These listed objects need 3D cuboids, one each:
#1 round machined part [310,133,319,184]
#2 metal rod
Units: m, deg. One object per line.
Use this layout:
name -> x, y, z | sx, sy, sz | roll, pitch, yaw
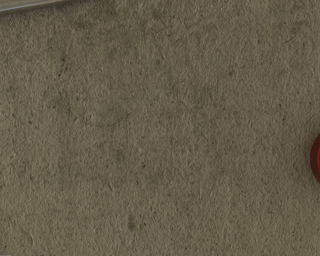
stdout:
round machined part -> 0.244, 0.040, 0.405 | 0.099, 0.042, 0.097 | 0, 90, -1
metal rod -> -0.227, -0.157, 0.406 | 0.302, 0.025, 0.025 | -11, 90, -1
